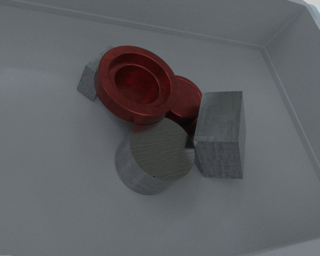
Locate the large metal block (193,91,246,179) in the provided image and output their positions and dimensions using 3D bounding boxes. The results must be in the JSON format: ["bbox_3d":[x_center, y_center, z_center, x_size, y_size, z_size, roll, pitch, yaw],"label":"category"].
[{"bbox_3d":[0.081,0.010,0.399,0.050,0.080,0.080,0,50,20],"label":"large metal block"}]

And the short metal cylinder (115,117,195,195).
[{"bbox_3d":[-0.007,0.033,0.365,0.081,0.050,0.080,14,56,-21],"label":"short metal cylinder"}]

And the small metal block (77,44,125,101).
[{"bbox_3d":[-0.074,-0.069,0.390,0.025,0.050,0.050,38,51,-3],"label":"small metal block"}]

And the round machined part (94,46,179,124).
[{"bbox_3d":[-0.030,-0.047,0.369,0.099,0.042,0.098,14,56,-21],"label":"round machined part"}]

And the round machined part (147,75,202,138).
[{"bbox_3d":[0.021,-0.033,0.424,0.099,0.042,0.098,14,56,-21],"label":"round machined part"}]
